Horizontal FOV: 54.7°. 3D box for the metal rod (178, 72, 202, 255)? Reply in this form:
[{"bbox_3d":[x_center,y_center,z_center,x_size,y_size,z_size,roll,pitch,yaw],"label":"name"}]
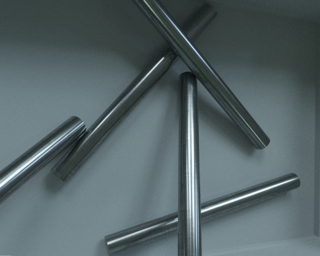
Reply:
[{"bbox_3d":[0.034,0.062,0.356,0.025,0.025,0.299,13,60,-20],"label":"metal rod"}]

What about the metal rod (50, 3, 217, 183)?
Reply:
[{"bbox_3d":[-0.025,-0.054,0.401,0.025,0.025,0.300,44,76,-15],"label":"metal rod"}]

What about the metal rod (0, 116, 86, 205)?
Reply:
[{"bbox_3d":[-0.173,0.079,0.274,0.025,0.025,0.301,53,46,-12],"label":"metal rod"}]

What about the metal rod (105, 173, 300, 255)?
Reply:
[{"bbox_3d":[0.073,0.115,0.437,0.302,0.025,0.025,-13,95,-20],"label":"metal rod"}]

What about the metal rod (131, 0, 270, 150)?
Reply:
[{"bbox_3d":[0.057,-0.075,0.409,0.300,0.025,0.025,45,76,-23],"label":"metal rod"}]
